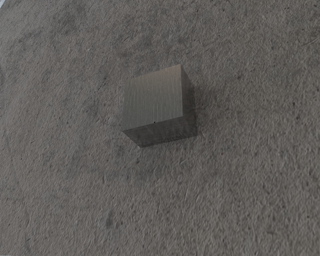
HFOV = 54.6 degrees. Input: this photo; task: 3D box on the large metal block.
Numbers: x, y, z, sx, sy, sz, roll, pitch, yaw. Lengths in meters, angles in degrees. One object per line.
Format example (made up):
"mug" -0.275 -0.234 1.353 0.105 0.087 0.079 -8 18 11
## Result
"large metal block" 0.000 -0.027 0.405 0.080 0.050 0.080 -13 56 21
